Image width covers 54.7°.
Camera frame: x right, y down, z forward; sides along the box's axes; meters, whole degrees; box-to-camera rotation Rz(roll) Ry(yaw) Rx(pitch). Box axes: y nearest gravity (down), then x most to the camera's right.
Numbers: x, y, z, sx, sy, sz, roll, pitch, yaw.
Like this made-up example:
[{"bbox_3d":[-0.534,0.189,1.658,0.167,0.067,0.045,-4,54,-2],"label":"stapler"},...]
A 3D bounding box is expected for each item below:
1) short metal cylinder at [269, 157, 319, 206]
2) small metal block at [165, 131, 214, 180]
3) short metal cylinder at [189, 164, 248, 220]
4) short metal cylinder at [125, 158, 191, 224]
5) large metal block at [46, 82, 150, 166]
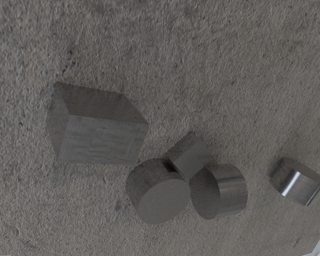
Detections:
[{"bbox_3d":[0.251,0.097,0.568,0.081,0.080,0.050,13,112,-34],"label":"short metal cylinder"},{"bbox_3d":[0.044,0.041,0.456,0.050,0.025,0.050,-41,130,0],"label":"small metal block"},{"bbox_3d":[0.089,0.097,0.480,0.050,0.080,0.079,-2,120,-27],"label":"short metal cylinder"},{"bbox_3d":[-0.003,0.090,0.445,0.081,0.050,0.079,-14,124,-21],"label":"short metal cylinder"},{"bbox_3d":[-0.069,-0.005,0.330,0.081,0.080,0.050,7,115,-32],"label":"large metal block"}]
